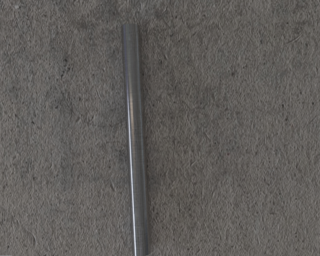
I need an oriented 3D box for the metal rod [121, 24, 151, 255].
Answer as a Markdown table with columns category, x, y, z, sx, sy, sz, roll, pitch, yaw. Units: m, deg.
| category | x | y | z | sx | sy | sz | roll | pitch | yaw |
| --- | --- | --- | --- | --- | --- | --- | --- | --- | --- |
| metal rod | -0.031 | 0.015 | 0.409 | 0.025 | 0.025 | 0.298 | -3 | 90 | 0 |
